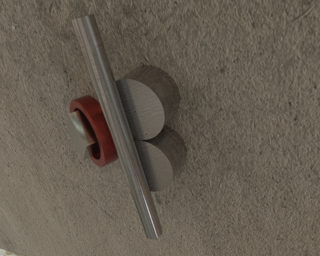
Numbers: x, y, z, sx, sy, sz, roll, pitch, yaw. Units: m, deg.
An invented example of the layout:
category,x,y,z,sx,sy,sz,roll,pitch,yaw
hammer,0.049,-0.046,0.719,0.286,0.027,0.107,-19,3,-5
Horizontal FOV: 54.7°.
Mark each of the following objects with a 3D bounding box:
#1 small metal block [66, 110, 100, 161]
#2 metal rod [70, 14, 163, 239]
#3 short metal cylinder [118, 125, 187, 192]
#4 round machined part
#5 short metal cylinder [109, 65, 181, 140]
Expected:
category,x,y,z,sx,sy,sz,roll,pitch,yaw
small metal block,-0.101,0.009,0.415,0.050,0.025,0.050,57,151,14
metal rod,-0.044,0.017,0.378,0.025,0.025,0.298,-1,118,29
short metal cylinder,-0.010,0.039,0.421,0.080,0.050,0.079,13,123,21
round machined part,-0.081,0.001,0.424,0.098,0.042,0.097,40,143,39
short metal cylinder,-0.021,-0.032,0.384,0.080,0.050,0.079,13,124,21
